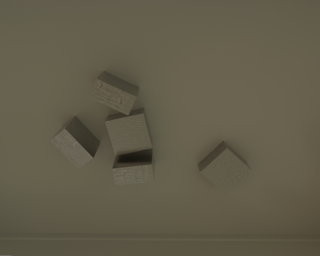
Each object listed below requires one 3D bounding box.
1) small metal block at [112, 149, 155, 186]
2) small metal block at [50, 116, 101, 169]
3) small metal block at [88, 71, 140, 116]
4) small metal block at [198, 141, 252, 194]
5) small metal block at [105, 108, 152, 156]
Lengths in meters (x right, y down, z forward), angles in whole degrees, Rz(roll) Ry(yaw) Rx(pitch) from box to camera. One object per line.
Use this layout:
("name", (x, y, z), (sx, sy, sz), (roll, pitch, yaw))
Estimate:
("small metal block", (-0.034, 0.051, 0.416), (0.050, 0.050, 0.025), (-7, 110, 2))
("small metal block", (-0.108, 0.018, 0.403), (0.025, 0.050, 0.050), (-37, 106, 12))
("small metal block", (-0.055, -0.044, 0.381), (0.050, 0.050, 0.025), (24, 108, -9))
("small metal block", (0.090, 0.055, 0.433), (0.050, 0.025, 0.050), (41, 105, -14))
("small metal block", (-0.040, 0.005, 0.413), (0.050, 0.025, 0.050), (-12, 110, 4))
